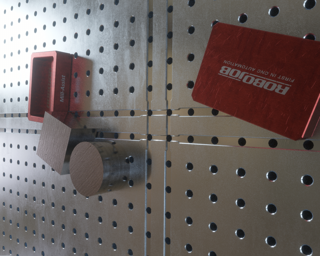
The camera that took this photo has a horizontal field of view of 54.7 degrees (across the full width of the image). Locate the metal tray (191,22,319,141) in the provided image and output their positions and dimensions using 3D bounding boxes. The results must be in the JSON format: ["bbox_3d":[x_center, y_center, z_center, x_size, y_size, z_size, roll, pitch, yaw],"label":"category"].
[{"bbox_3d":[0.103,-0.052,0.321,0.130,0.030,0.089,27,107,36],"label":"metal tray"}]

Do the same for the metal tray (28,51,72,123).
[{"bbox_3d":[-0.207,-0.074,0.576,0.090,0.030,0.129,8,95,39],"label":"metal tray"}]

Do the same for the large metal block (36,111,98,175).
[{"bbox_3d":[-0.159,0.023,0.524,0.080,0.050,0.079,27,107,36],"label":"large metal block"}]

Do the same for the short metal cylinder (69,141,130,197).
[{"bbox_3d":[-0.092,0.059,0.469,0.080,0.050,0.079,0,90,40],"label":"short metal cylinder"}]
